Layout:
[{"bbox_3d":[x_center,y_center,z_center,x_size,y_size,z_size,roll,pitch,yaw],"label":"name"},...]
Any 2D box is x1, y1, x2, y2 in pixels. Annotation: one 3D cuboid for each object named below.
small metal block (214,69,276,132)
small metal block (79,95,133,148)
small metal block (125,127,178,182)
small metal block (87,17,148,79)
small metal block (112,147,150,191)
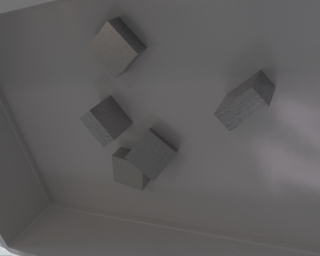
[{"bbox_3d":[0.090,-0.029,0.327,0.025,0.050,0.050,47,129,-5],"label":"small metal block"},{"bbox_3d":[-0.072,-0.010,0.425,0.025,0.050,0.050,-31,101,38],"label":"small metal block"},{"bbox_3d":[-0.011,0.035,0.422,0.050,0.025,0.050,40,99,1],"label":"small metal block"},{"bbox_3d":[-0.052,-0.097,0.377,0.050,0.025,0.050,47,129,-5],"label":"small metal block"},{"bbox_3d":[-0.043,0.062,0.470,0.050,0.025,0.050,15,125,20],"label":"small metal block"}]
